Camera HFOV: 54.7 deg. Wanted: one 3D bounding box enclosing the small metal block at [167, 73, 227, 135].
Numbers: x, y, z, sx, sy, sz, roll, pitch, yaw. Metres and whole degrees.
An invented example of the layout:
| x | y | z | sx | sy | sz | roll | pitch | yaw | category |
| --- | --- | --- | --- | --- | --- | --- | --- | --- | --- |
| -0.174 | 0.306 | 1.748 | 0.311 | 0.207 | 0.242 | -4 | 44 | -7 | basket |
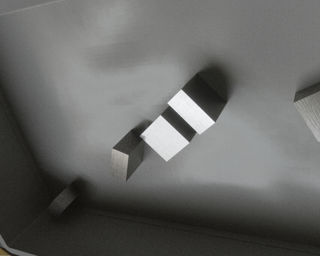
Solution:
| x | y | z | sx | sy | sz | roll | pitch | yaw | category |
| --- | --- | --- | --- | --- | --- | --- | --- | --- | --- |
| 0.044 | -0.028 | 0.352 | 0.050 | 0.050 | 0.025 | 44 | 129 | -3 | small metal block |

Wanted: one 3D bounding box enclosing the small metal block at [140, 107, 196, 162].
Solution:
| x | y | z | sx | sy | sz | roll | pitch | yaw | category |
| --- | --- | --- | --- | --- | --- | --- | --- | --- | --- |
| 0.010 | 0.009 | 0.409 | 0.050 | 0.025 | 0.050 | 44 | 129 | -2 | small metal block |

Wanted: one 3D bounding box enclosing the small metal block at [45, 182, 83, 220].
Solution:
| x | y | z | sx | sy | sz | roll | pitch | yaw | category |
| --- | --- | --- | --- | --- | --- | --- | --- | --- | --- |
| -0.176 | 0.134 | 0.569 | 0.025 | 0.050 | 0.050 | 42 | 129 | -1 | small metal block |

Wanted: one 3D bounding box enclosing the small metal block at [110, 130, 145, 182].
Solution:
| x | y | z | sx | sy | sz | roll | pitch | yaw | category |
| --- | --- | --- | --- | --- | --- | --- | --- | --- | --- |
| -0.045 | 0.039 | 0.441 | 0.025 | 0.050 | 0.050 | 21 | 126 | 16 | small metal block |

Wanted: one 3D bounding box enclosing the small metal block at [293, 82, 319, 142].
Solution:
| x | y | z | sx | sy | sz | roll | pitch | yaw | category |
| --- | --- | --- | --- | --- | --- | --- | --- | --- | --- |
| 0.170 | -0.021 | 0.306 | 0.050 | 0.025 | 0.050 | -29 | 103 | 37 | small metal block |
